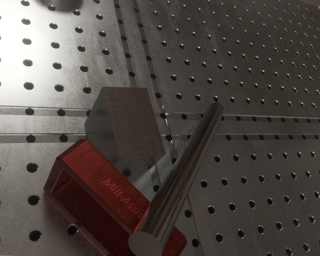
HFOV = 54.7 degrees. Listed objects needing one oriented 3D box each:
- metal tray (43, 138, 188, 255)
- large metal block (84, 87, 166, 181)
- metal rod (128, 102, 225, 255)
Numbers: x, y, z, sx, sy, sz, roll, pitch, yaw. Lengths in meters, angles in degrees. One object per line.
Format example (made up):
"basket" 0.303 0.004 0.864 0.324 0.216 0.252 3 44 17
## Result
"metal tray" -0.048 0.081 0.292 0.130 0.090 0.030 44 51 2
"large metal block" -0.043 0.010 0.344 0.050 0.080 0.080 -3 63 -30
"metal rod" 0.038 0.027 0.344 0.025 0.025 0.301 42 29 0
